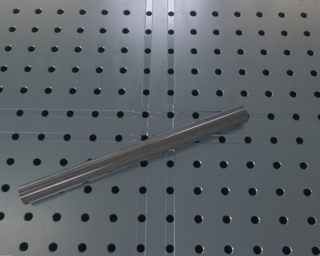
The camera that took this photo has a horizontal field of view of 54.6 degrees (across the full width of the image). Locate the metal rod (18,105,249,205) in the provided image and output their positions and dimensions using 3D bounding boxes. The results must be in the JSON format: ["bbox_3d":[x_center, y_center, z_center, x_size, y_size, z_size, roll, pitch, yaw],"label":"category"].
[{"bbox_3d":[-0.027,0.032,0.400,0.302,0.025,0.025,-20,71,-7],"label":"metal rod"}]
